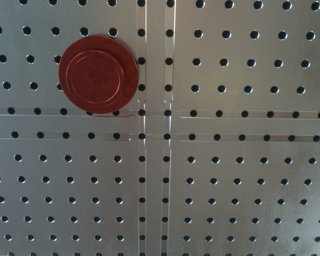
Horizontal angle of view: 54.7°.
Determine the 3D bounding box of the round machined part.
[{"bbox_3d":[-0.075,-0.063,0.380,0.099,0.042,0.097,0,110,-1],"label":"round machined part"}]
